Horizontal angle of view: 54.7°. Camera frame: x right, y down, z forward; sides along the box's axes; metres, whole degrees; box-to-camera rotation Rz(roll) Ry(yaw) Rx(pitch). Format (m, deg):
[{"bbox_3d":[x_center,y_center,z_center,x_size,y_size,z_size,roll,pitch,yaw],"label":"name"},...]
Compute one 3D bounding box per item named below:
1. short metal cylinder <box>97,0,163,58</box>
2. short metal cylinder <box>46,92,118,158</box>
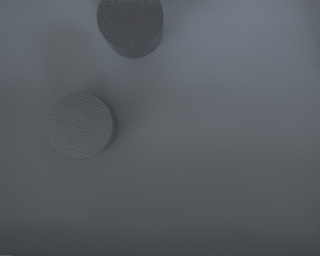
[{"bbox_3d":[-0.036,-0.135,0.398,0.081,0.050,0.080,0,90,0],"label":"short metal cylinder"},{"bbox_3d":[-0.097,-0.003,0.398,0.081,0.050,0.080,0,90,0],"label":"short metal cylinder"}]
